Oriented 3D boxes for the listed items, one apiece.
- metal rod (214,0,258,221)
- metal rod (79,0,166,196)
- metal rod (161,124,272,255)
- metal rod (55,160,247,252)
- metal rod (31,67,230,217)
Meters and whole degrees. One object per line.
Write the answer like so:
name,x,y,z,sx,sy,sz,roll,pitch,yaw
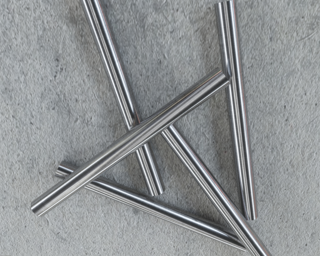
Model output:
metal rod,0.103,-0.008,0.407,0.025,0.025,0.298,-11,110,4
metal rod,-0.047,-0.045,0.392,0.025,0.025,0.298,-16,110,5
metal rod,0.094,0.113,0.437,0.025,0.025,0.299,-34,102,12
metal rod,-0.004,0.117,0.452,0.301,0.025,0.025,24,108,-9
metal rod,-0.045,0.024,0.390,0.300,0.025,0.025,-35,107,12
